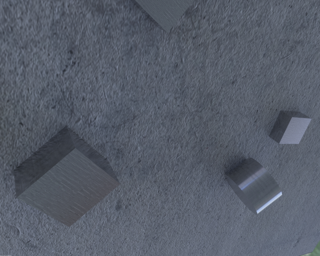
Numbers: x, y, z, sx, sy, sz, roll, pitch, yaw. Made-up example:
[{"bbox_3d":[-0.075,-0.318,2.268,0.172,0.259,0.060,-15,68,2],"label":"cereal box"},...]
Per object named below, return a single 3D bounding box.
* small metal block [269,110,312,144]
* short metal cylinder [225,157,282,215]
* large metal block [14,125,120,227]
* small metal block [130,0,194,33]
[{"bbox_3d":[0.222,-0.001,0.527,0.050,0.025,0.050,2,117,-30],"label":"small metal block"},{"bbox_3d":[0.154,0.096,0.514,0.050,0.080,0.080,-36,129,-4],"label":"short metal cylinder"},{"bbox_3d":[-0.109,0.058,0.367,0.080,0.050,0.080,-41,130,-1],"label":"large metal block"},{"bbox_3d":[0.003,-0.138,0.323,0.050,0.025,0.050,-50,129,7],"label":"small metal block"}]
